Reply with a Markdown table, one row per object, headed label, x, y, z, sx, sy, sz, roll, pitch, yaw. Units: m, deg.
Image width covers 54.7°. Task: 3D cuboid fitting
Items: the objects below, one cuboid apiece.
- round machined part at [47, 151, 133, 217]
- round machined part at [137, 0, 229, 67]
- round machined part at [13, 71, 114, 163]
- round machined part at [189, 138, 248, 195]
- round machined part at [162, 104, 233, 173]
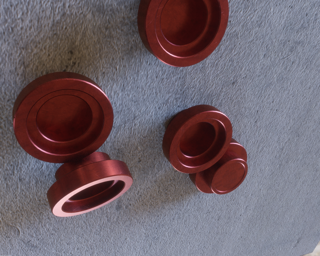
| label | x | y | z | sx | sy | sz | roll | pitch | yaw |
| --- | --- | --- | --- | --- | --- | --- | --- | --- | --- |
| round machined part | -0.086 | 0.064 | 0.372 | 0.099 | 0.042 | 0.098 | -23 | 155 | -11 |
| round machined part | 0.021 | -0.119 | 0.334 | 0.099 | 0.042 | 0.097 | -14 | 124 | -21 |
| round machined part | -0.103 | -0.014 | 0.331 | 0.099 | 0.042 | 0.097 | -14 | 124 | -21 |
| round machined part | 0.099 | 0.066 | 0.490 | 0.099 | 0.042 | 0.097 | -14 | 124 | -21 |
| round machined part | 0.047 | 0.011 | 0.428 | 0.099 | 0.042 | 0.097 | -14 | 124 | -21 |
